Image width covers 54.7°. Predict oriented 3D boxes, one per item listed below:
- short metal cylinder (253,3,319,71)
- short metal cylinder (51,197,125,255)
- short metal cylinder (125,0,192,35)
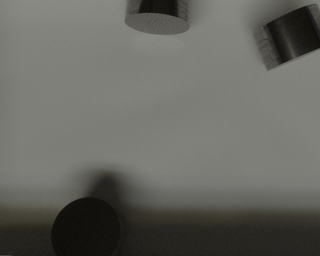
[{"bbox_3d":[0.163,-0.110,0.385,0.080,0.080,0.050,-22,90,0],"label":"short metal cylinder"},{"bbox_3d":[-0.086,0.131,0.384,0.080,0.050,0.080,0,67,0],"label":"short metal cylinder"},{"bbox_3d":[-0.001,-0.152,0.384,0.080,0.080,0.050,5,90,0],"label":"short metal cylinder"}]
